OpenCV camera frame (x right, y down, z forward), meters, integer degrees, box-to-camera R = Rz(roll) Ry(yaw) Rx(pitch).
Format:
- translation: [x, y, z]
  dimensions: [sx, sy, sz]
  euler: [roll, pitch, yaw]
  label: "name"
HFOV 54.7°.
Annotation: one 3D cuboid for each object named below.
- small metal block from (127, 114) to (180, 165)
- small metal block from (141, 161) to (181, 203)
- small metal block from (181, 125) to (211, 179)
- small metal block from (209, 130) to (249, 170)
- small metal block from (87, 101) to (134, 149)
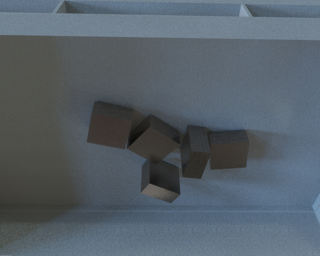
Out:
- translation: [-0.009, 0.017, 0.420]
  dimensions: [0.050, 0.025, 0.050]
  euler: [31, 123, -24]
  label: "small metal block"
- translation: [0.001, 0.076, 0.455]
  dimensions: [0.050, 0.050, 0.025]
  euler: [24, 127, -20]
  label: "small metal block"
- translation: [0.047, 0.032, 0.419]
  dimensions: [0.025, 0.050, 0.050]
  euler: [7, 130, -7]
  label: "small metal block"
- translation: [0.095, 0.031, 0.434]
  dimensions: [0.050, 0.025, 0.050]
  euler: [-4, 130, 3]
  label: "small metal block"
- translation: [-0.065, -0.003, 0.403]
  dimensions: [0.050, 0.025, 0.050]
  euler: [12, 129, -10]
  label: "small metal block"
